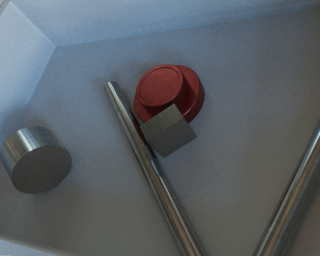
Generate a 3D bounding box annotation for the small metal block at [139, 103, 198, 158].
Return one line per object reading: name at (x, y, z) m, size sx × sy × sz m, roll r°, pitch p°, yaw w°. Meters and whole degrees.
small metal block at (0.011, 0.005, 0.380) m, size 0.050 × 0.050 × 0.025 m, roll -33°, pitch 52°, yaw 6°

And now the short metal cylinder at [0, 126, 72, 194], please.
short metal cylinder at (-0.172, 0.044, 0.431) m, size 0.080 × 0.080 × 0.050 m, roll -47°, pitch 52°, yaw -5°

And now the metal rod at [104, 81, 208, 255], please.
metal rod at (-0.017, 0.039, 0.388) m, size 0.025 × 0.025 × 0.300 m, roll -34°, pitch 52°, yaw 5°

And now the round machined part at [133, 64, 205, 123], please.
round machined part at (0.007, -0.047, 0.419) m, size 0.098 × 0.042 × 0.098 m, roll -13°, pitch 56°, yaw 20°

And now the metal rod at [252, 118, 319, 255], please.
metal rod at (0.165, 0.012, 0.311) m, size 0.025 × 0.025 × 0.300 m, roll 23°, pitch 73°, yaw 36°
